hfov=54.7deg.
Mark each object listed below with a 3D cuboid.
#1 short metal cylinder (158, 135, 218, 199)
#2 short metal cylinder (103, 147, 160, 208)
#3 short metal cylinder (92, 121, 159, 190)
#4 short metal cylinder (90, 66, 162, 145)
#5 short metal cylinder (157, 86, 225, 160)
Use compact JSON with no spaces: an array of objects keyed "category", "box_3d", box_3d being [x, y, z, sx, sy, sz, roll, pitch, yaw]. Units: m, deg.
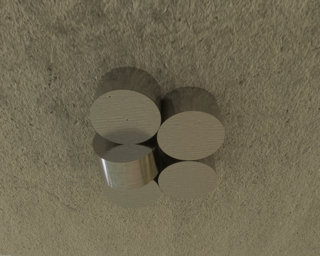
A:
[{"category":"short metal cylinder","box_3d":[0.038,0.056,0.439,0.080,0.050,0.079,0,131,1]},{"category":"short metal cylinder","box_3d":[-0.039,0.073,0.454,0.080,0.050,0.079,0,131,1]},{"category":"short metal cylinder","box_3d":[-0.042,0.033,0.400,0.080,0.080,0.050,-2,130,2]},{"category":"short metal cylinder","box_3d":[-0.039,-0.026,0.369,0.080,0.050,0.079,0,131,1]},{"category":"short metal cylinder","box_3d":[0.037,-0.005,0.387,0.081,0.050,0.079,0,131,0]}]
